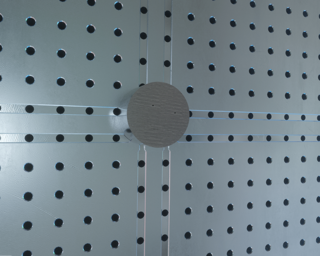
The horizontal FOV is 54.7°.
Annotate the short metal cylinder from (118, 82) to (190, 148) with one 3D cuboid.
[{"bbox_3d":[-0.009,-0.016,0.397,0.081,0.050,0.079,0,90,-21],"label":"short metal cylinder"}]
